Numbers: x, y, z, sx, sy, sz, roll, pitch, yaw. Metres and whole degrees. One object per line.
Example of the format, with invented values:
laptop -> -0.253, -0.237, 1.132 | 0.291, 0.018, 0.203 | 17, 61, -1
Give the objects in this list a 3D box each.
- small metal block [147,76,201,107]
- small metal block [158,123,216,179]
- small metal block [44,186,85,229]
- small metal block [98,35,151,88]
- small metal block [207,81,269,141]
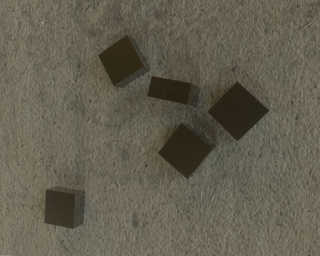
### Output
small metal block -> 0.019, -0.045, 0.389 | 0.050, 0.050, 0.025 | 14, 95, 19
small metal block -> 0.035, 0.029, 0.397 | 0.050, 0.025, 0.050 | 41, 103, 15
small metal block -> -0.141, 0.117, 0.459 | 0.050, 0.025, 0.050 | 4, 91, 20
small metal block -> -0.049, -0.090, 0.426 | 0.050, 0.025, 0.050 | -30, 80, 17
small metal block -> 0.095, -0.020, 0.375 | 0.050, 0.025, 0.050 | 46, 104, 14
